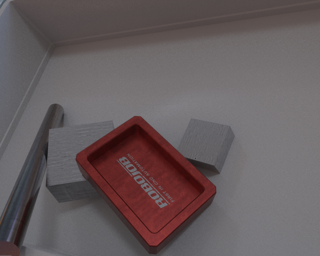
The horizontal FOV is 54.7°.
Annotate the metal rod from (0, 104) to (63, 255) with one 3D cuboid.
[{"bbox_3d":[-0.149,0.035,0.381,0.025,0.025,0.300,-33,26,6],"label":"metal rod"}]

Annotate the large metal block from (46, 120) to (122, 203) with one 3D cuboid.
[{"bbox_3d":[-0.094,0.042,0.394,0.081,0.050,0.080,-8,55,-4],"label":"large metal block"}]

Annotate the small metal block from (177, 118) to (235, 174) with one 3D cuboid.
[{"bbox_3d":[0.053,0.020,0.365,0.050,0.025,0.050,13,68,33],"label":"small metal block"}]

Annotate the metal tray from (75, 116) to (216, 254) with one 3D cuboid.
[{"bbox_3d":[-0.017,0.055,0.336,0.091,0.030,0.130,-36,63,-24],"label":"metal tray"}]
